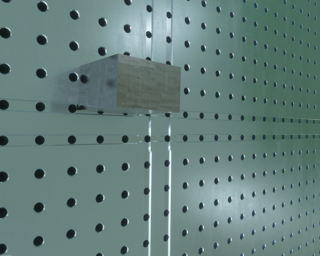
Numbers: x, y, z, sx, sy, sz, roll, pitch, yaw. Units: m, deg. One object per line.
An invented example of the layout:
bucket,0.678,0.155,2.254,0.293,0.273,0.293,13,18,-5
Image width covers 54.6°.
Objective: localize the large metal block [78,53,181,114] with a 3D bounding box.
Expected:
large metal block,-0.034,-0.043,0.344,0.081,0.080,0.050,3,89,-40
